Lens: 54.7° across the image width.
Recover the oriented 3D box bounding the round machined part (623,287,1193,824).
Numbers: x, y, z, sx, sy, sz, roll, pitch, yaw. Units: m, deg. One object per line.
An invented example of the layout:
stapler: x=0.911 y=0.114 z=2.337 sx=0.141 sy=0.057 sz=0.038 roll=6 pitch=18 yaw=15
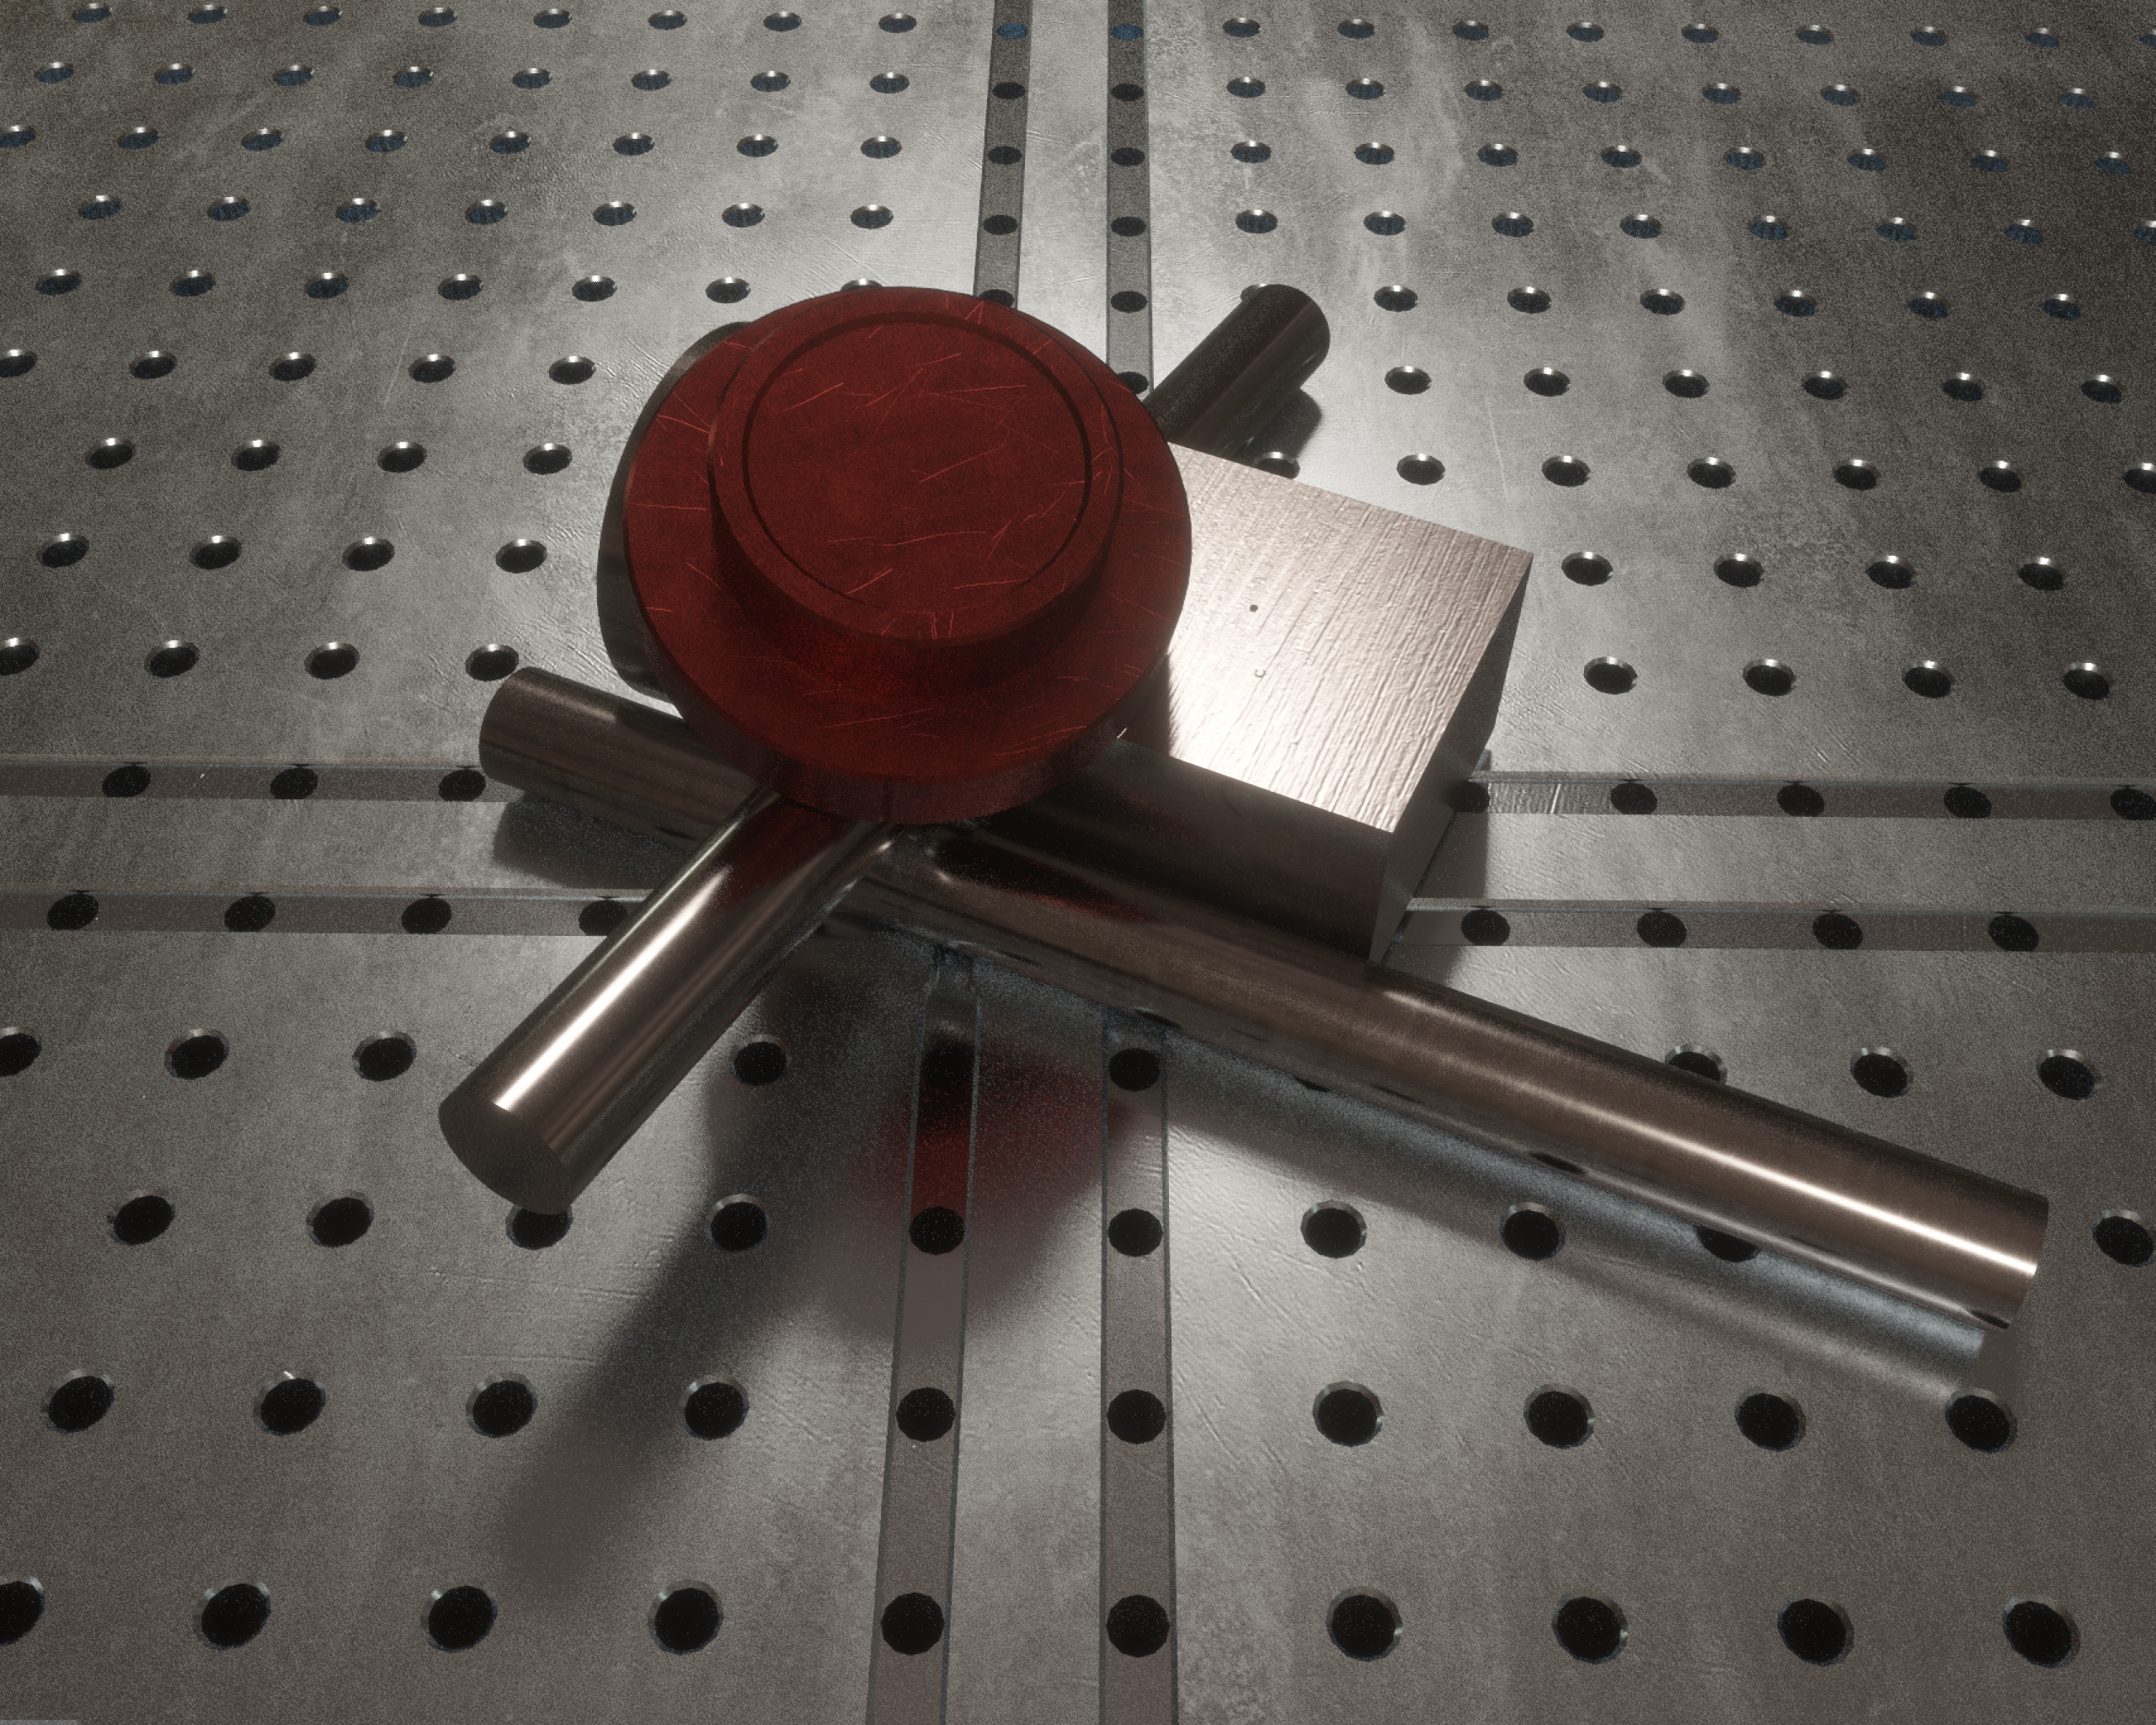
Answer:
round machined part: x=-0.029 y=-0.059 z=0.361 sx=0.099 sy=0.042 sz=0.098 roll=3 pitch=70 yaw=-7

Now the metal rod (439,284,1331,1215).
metal rod: x=-0.018 y=-0.044 z=0.419 sx=0.025 sy=0.025 sz=0.301 roll=22 pitch=46 yaw=17

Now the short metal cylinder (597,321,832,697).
short metal cylinder: x=-0.053 y=-0.064 z=0.424 sx=0.050 sy=0.080 sz=0.080 roll=20 pitch=53 yaw=15

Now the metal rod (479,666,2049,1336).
metal rod: x=0.022 y=0.020 z=0.390 sx=0.301 sy=0.025 sz=0.025 roll=19 pitch=53 yaw=15

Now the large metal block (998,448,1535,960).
large metal block: x=0.035 y=-0.030 z=0.413 sx=0.080 sy=0.050 sz=0.080 roll=20 pitch=53 yaw=16
